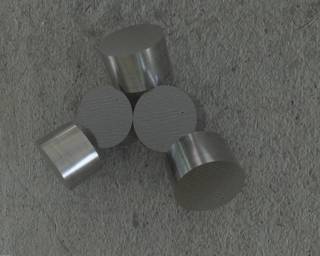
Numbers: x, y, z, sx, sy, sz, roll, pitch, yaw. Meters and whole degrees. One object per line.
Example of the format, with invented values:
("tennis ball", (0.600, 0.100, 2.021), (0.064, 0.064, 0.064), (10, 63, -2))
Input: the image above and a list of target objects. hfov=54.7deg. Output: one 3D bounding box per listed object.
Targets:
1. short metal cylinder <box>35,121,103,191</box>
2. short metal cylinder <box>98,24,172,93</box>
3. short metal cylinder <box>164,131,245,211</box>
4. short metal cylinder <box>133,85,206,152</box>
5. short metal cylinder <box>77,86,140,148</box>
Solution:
("short metal cylinder", (-0.123, 0.038, 0.418), (0.050, 0.080, 0.080), (-36, 75, -24))
("short metal cylinder", (-0.029, -0.088, 0.385), (0.080, 0.080, 0.050), (2, 133, 20))
("short metal cylinder", (0.050, 0.050, 0.357), (0.080, 0.080, 0.050), (-39, 36, 16))
("short metal cylinder", (0.013, -0.011, 0.392), (0.080, 0.050, 0.080), (0, 90, 20))
("short metal cylinder", (-0.063, -0.014, 0.419), (0.080, 0.050, 0.080), (0, 90, 20))
